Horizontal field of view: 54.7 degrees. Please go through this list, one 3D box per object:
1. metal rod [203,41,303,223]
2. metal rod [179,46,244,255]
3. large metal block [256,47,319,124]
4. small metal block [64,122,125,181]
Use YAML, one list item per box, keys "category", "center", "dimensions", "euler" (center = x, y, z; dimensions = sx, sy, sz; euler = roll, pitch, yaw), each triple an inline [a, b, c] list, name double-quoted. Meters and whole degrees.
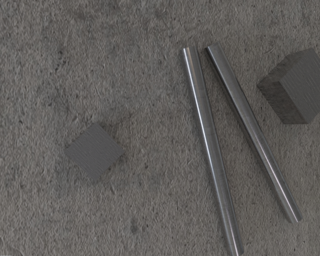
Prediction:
- category: "metal rod"
  center: [0.142, 0.013, 0.461]
  dimensions: [0.025, 0.025, 0.299]
  euler: [-32, 101, -17]
- category: "metal rod"
  center: [0.074, 0.036, 0.436]
  dimensions: [0.025, 0.025, 0.298]
  euler: [-16, 96, -19]
- category: "large metal block"
  center: [0.211, -0.062, 0.474]
  dimensions: [0.080, 0.050, 0.080]
  euler: [-43, 104, -15]
- category: "small metal block"
  center: [-0.081, 0.028, 0.379]
  dimensions: [0.050, 0.025, 0.050]
  euler: [-45, 104, -14]
